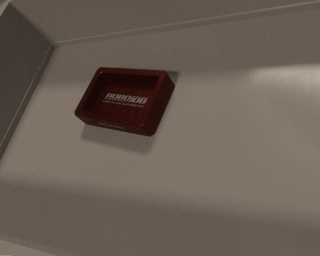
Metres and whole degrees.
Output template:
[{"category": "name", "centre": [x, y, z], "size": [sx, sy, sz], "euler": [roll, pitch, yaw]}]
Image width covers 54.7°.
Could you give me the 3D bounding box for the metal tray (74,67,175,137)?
[{"category": "metal tray", "centre": [-0.053, -0.042, 0.454], "size": [0.130, 0.030, 0.090], "euler": [10, 66, 32]}]
